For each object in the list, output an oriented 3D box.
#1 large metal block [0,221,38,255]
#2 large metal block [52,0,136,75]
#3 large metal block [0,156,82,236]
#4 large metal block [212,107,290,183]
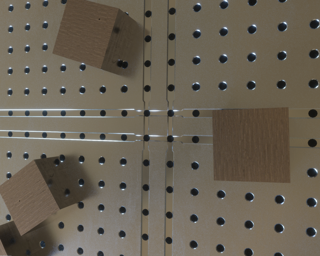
[{"bbox_3d":[-0.249,0.202,0.488,0.080,0.050,0.080,-33,80,17],"label":"large metal block"},{"bbox_3d":[-0.091,-0.127,0.432,0.080,0.050,0.080,20,97,19],"label":"large metal block"},{"bbox_3d":[-0.180,0.100,0.464,0.080,0.050,0.080,-35,79,16],"label":"large metal block"},{"bbox_3d":[0.107,0.019,0.362,0.080,0.050,0.080,-1,90,20],"label":"large metal block"}]
